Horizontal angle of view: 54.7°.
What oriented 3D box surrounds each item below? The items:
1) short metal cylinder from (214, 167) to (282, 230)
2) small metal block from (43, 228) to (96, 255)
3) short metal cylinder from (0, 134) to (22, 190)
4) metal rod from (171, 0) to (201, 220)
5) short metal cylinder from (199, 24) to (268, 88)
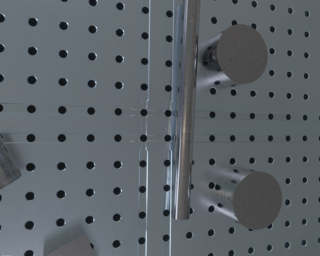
[{"bbox_3d":[0.126,0.099,0.446,0.081,0.050,0.079,0,90,-20],"label":"short metal cylinder"},{"bbox_3d":[-0.105,0.159,0.374,0.050,0.025,0.050,-26,99,-18],"label":"small metal block"},{"bbox_3d":[-0.192,0.045,0.313,0.081,0.080,0.050,-26,99,-18],"label":"short metal cylinder"},{"bbox_3d":[0.036,-0.027,0.425,0.025,0.025,0.298,3,89,-20],"label":"metal rod"},{"bbox_3d":[0.103,-0.099,0.437,0.081,0.050,0.079,0,90,-20],"label":"short metal cylinder"}]
